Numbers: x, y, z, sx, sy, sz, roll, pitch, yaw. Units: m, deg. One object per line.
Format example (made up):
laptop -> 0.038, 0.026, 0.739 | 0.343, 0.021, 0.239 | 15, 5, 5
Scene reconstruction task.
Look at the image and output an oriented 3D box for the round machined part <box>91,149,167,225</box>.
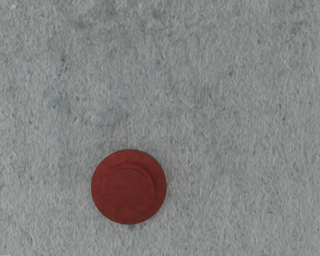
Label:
round machined part -> -0.040, 0.077, 0.401 | 0.099, 0.042, 0.097 | 0, 90, -1
